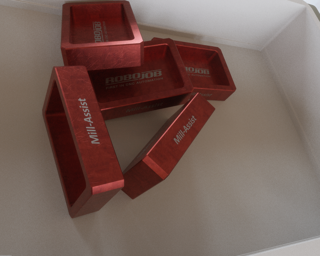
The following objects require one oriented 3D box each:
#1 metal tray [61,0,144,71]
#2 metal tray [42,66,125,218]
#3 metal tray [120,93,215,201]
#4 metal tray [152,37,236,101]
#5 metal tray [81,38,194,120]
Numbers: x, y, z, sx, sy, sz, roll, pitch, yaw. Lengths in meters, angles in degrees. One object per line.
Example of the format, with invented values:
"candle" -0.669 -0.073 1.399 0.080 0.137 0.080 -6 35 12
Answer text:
"metal tray" -0.075 -0.121 0.392 0.091 0.030 0.130 -7 43 -10
"metal tray" -0.083 0.014 0.311 0.030 0.090 0.130 -9 67 -33
"metal tray" 0.006 0.021 0.373 0.030 0.090 0.131 44 49 -4
"metal tray" 0.048 -0.090 0.485 0.131 0.030 0.090 0 62 -29
"metal tray" -0.033 -0.065 0.402 0.131 0.030 0.090 -13 67 -16
